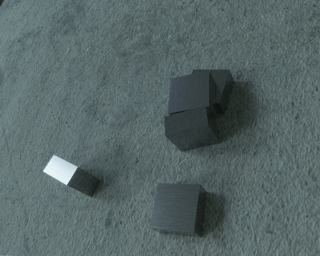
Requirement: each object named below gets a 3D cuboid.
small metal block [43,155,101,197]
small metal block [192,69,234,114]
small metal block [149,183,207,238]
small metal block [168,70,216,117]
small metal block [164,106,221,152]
[{"bbox_3d":[-0.116,0.064,0.409,0.050,0.050,0.025,18,71,35],"label":"small metal block"},{"bbox_3d":[0.063,-0.048,0.400,0.050,0.025,0.050,7,65,31],"label":"small metal block"},{"bbox_3d":[0.021,0.089,0.338,0.050,0.025,0.050,-3,60,26],"label":"small metal block"},{"bbox_3d":[0.039,-0.037,0.374,0.050,0.025,0.050,-9,60,24],"label":"small metal block"},{"bbox_3d":[0.039,0.003,0.365,0.050,0.050,0.025,-14,59,20],"label":"small metal block"}]
